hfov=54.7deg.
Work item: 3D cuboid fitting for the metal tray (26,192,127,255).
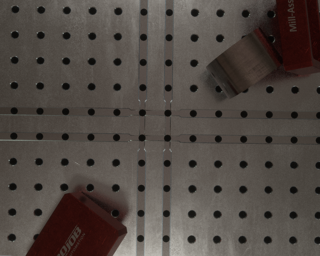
[{"bbox_3d":[-0.114,0.160,0.396,0.090,0.030,0.130,32,90,17],"label":"metal tray"}]

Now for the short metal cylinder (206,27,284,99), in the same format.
[{"bbox_3d":[0.105,-0.080,0.387,0.080,0.080,0.050,-36,90,0],"label":"short metal cylinder"}]

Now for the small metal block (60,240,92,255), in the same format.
[{"bbox_3d":[-0.115,0.189,0.412,0.050,0.025,0.050,45,90,-1],"label":"small metal block"}]

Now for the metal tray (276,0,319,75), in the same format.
[{"bbox_3d":[0.174,-0.134,0.383,0.030,0.091,0.129,-6,90,37],"label":"metal tray"}]
